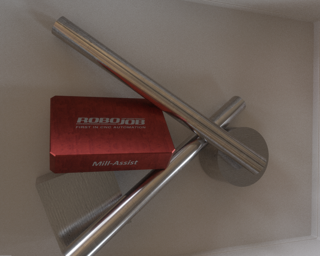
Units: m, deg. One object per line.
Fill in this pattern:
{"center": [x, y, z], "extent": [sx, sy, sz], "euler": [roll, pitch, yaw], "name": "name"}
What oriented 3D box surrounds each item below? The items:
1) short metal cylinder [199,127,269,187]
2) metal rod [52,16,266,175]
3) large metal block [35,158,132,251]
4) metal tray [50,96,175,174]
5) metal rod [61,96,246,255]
{"center": [0.103, 0.038, 0.434], "extent": [0.081, 0.050, 0.079], "euler": [0, 90, -21], "name": "short metal cylinder"}
{"center": [0.003, -0.037, 0.380], "extent": [0.301, 0.025, 0.025], "euler": [35, 78, -5], "name": "metal rod"}
{"center": [-0.089, 0.083, 0.360], "extent": [0.081, 0.050, 0.080], "euler": [-20, 97, -19], "name": "large metal block"}
{"center": [-0.057, 0.005, 0.356], "extent": [0.131, 0.030, 0.090], "euler": [0, 46, -19], "name": "metal tray"}
{"center": [0.013, 0.047, 0.376], "extent": [0.302, 0.025, 0.025], "euler": [-39, 103, -30], "name": "metal rod"}
